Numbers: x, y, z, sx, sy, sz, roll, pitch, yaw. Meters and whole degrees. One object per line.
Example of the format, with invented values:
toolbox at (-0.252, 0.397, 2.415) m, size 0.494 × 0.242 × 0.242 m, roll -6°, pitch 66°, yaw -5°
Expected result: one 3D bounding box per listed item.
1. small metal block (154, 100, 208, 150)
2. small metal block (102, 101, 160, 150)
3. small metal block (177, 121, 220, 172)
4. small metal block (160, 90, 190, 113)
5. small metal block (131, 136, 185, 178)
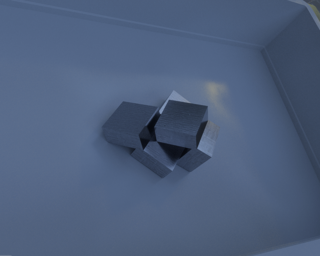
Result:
small metal block at (0.027, -0.005, 0.375) m, size 0.050 × 0.025 × 0.050 m, roll 11°, pitch 49°, yaw 19°
small metal block at (-0.033, -0.004, 0.374) m, size 0.050 × 0.025 × 0.050 m, roll 11°, pitch 46°, yaw 25°
small metal block at (0.049, 0.022, 0.402) m, size 0.025 × 0.050 × 0.050 m, roll 31°, pitch 52°, yaw -9°
small metal block at (0.023, -0.016, 0.427) m, size 0.050 × 0.025 × 0.050 m, roll 36°, pitch 51°, yaw -4°
small metal block at (0.000, 0.026, 0.389) m, size 0.050 × 0.025 × 0.050 m, roll 36°, pitch 51°, yaw -4°
